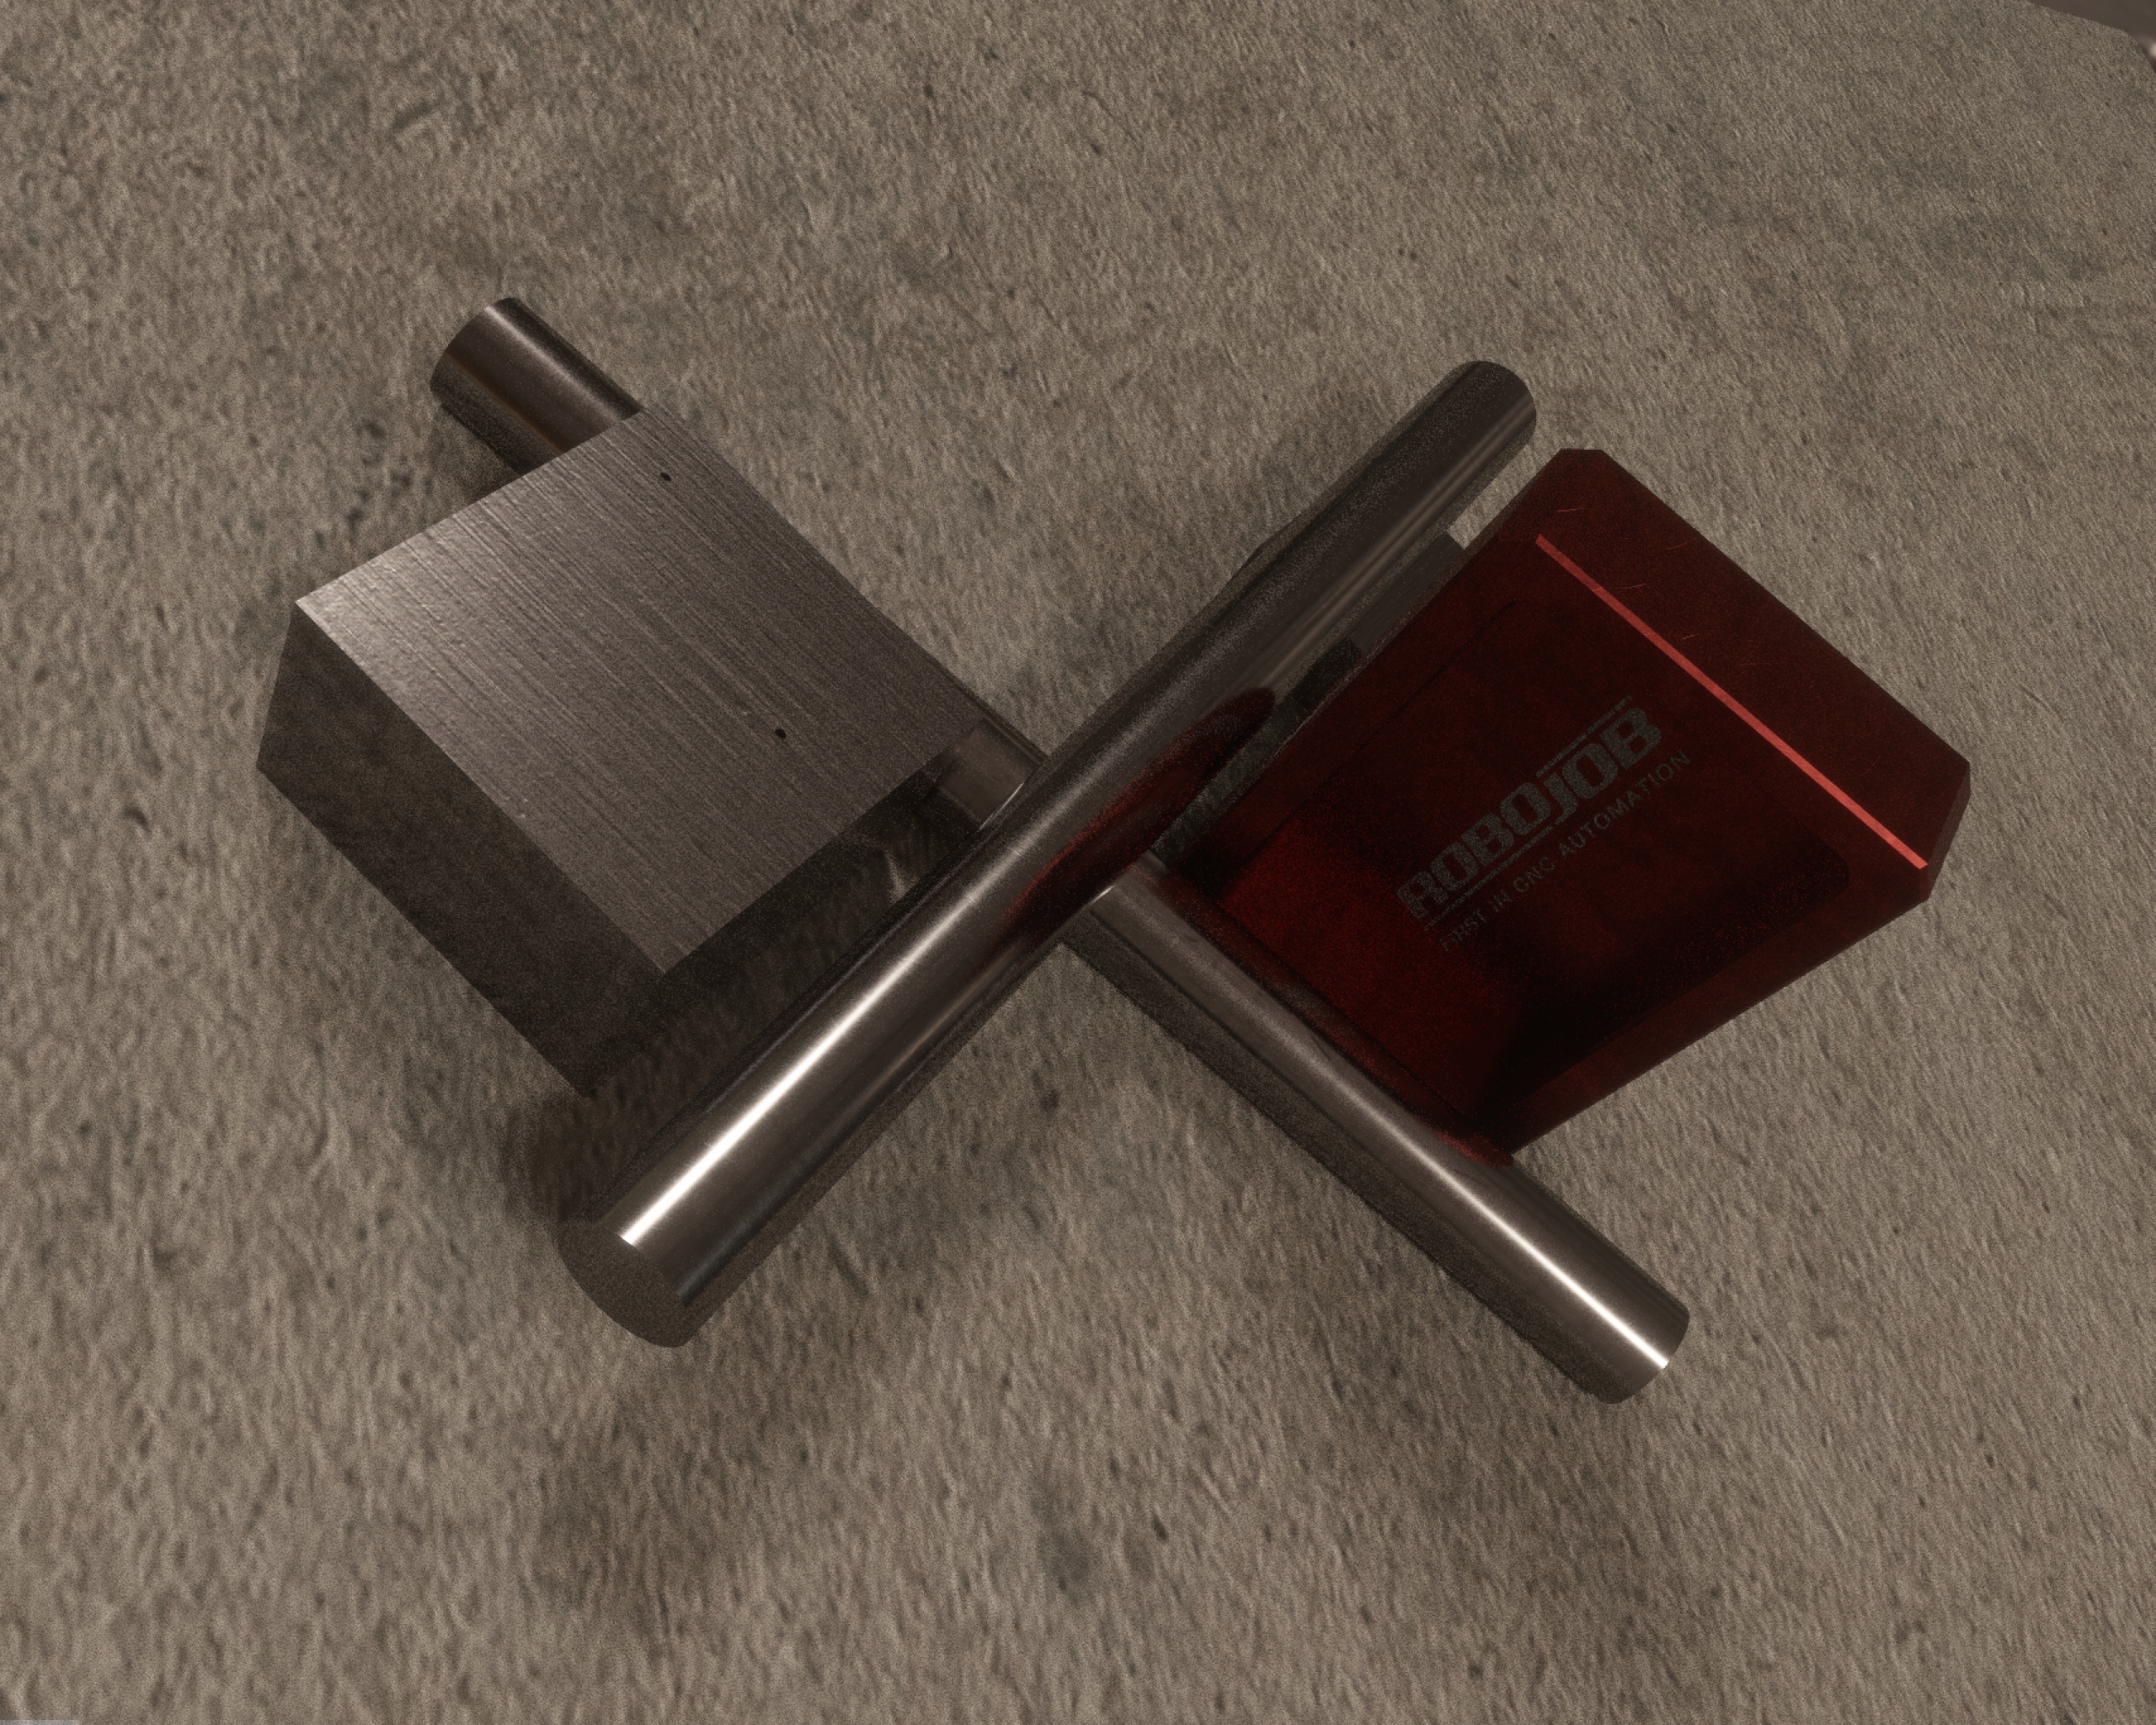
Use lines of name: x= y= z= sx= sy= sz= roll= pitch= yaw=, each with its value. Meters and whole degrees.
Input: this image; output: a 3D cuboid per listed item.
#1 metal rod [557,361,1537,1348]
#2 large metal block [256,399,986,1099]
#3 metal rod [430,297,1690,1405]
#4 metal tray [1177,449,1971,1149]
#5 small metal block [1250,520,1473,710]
metal rod: x=0.015 y=-0.023 z=0.397 sx=0.025 sy=0.025 sz=0.301 roll=43 pitch=51 yaw=1
large metal block: x=-0.078 y=-0.021 z=0.359 sx=0.080 sy=0.050 sz=0.080 roll=45 pitch=51 yaw=3
metal rod: x=-0.003 y=-0.002 z=0.407 sx=0.300 sy=0.025 sz=0.025 roll=41 pitch=51 yaw=-1
metal tray: x=0.083 y=-0.004 z=0.386 sx=0.090 sy=0.129 sz=0.030 roll=40 pitch=51 yaw=-1
small metal block: x=0.066 y=-0.058 z=0.478 sx=0.050 sy=0.025 sz=0.050 roll=46 pitch=51 yaw=3
